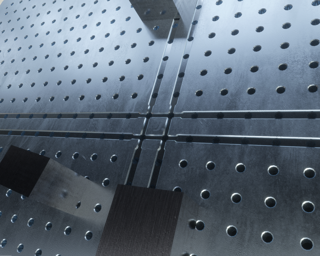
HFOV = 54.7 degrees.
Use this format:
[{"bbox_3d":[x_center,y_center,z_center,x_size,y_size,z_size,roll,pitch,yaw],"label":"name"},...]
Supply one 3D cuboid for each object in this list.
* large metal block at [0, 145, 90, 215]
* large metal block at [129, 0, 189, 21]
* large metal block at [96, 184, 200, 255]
[{"bbox_3d":[-0.156,0.069,0.410,0.080,0.080,0.050,11,68,32],"label":"large metal block"},{"bbox_3d":[0.005,-0.235,0.532,0.080,0.050,0.080,7,65,31],"label":"large metal block"},{"bbox_3d":[-0.011,0.110,0.329,0.080,0.050,0.080,1,62,28],"label":"large metal block"}]
